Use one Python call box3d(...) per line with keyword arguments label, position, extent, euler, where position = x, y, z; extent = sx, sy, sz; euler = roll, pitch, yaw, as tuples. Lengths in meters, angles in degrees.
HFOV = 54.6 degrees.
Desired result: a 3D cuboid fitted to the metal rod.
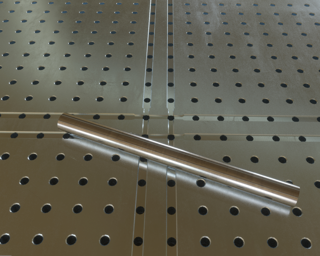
box3d(label="metal rod", position=(0.011, 0.034, 0.379), extent=(0.301, 0.025, 0.025), euler=(17, 52, 13))
